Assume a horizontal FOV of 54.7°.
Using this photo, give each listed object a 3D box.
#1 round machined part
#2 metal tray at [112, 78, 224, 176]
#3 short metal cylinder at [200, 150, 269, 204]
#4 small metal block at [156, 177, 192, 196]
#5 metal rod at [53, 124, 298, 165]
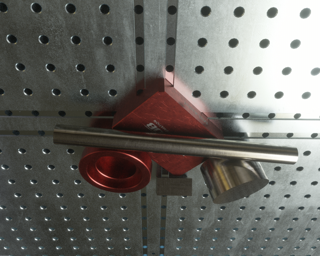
[{"bbox_3d":[-0.060,0.047,0.433,0.099,0.042,0.097,3,137,3],"label":"round machined part"},{"bbox_3d":[0.014,0.005,0.414,0.090,0.030,0.130,-36,122,26],"label":"metal tray"},{"bbox_3d":[0.103,0.067,0.434,0.081,0.050,0.080,-15,151,-8],"label":"short metal cylinder"},{"bbox_3d":[0.020,0.087,0.469,0.050,0.025,0.050,2,173,-3],"label":"small metal block"},{"bbox_3d":[0.024,0.021,0.389,0.302,0.025,0.025,5,130,-5],"label":"metal rod"}]
